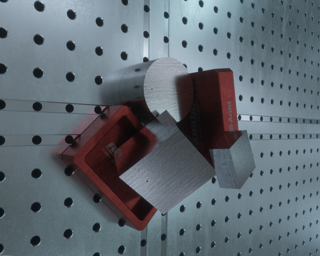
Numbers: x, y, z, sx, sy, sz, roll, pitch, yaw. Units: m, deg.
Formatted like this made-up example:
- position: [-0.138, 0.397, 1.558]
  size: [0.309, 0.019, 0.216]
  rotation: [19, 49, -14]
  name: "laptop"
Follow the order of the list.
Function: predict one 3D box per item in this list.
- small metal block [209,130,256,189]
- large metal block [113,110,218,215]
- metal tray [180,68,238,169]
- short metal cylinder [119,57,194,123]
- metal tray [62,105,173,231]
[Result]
- position: [0.086, 0.036, 0.360]
  size: [0.050, 0.025, 0.050]
  rotation: [-35, 113, -47]
  name: "small metal block"
- position: [0.006, 0.040, 0.359]
  size: [0.080, 0.050, 0.080]
  rotation: [-39, 121, 6]
  name: "large metal block"
- position: [0.059, -0.010, 0.418]
  size: [0.030, 0.090, 0.129]
  rotation: [-12, 98, -40]
  name: "metal tray"
- position: [-0.004, -0.045, 0.391]
  size: [0.081, 0.050, 0.079]
  rotation: [0, 90, -40]
  name: "short metal cylinder"
- position: [-0.040, 0.048, 0.373]
  size: [0.090, 0.030, 0.130]
  rotation: [-51, 120, -28]
  name: "metal tray"
